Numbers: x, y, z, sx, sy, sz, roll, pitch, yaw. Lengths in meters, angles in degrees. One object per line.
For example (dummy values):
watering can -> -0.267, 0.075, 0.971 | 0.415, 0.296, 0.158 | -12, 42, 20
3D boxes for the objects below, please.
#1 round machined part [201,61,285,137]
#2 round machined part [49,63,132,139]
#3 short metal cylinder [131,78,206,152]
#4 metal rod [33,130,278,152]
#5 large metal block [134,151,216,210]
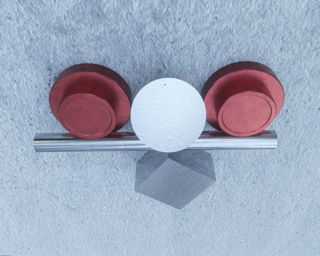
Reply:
round machined part -> 0.101, -0.028, 0.375 | 0.099, 0.042, 0.097 | 0, 130, 0
round machined part -> -0.084, -0.025, 0.375 | 0.099, 0.042, 0.097 | 0, 130, 0
short metal cylinder -> 0.009, -0.015, 0.355 | 0.080, 0.050, 0.079 | 0, 95, 0
metal rod -> -0.006, 0.017, 0.395 | 0.302, 0.025, 0.025 | -1, 130, 0
large metal block -> 0.020, 0.064, 0.444 | 0.080, 0.050, 0.080 | 28, 125, -22
